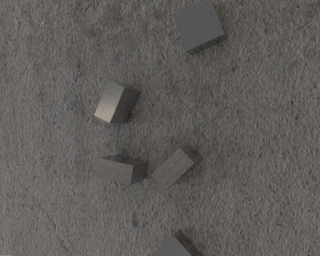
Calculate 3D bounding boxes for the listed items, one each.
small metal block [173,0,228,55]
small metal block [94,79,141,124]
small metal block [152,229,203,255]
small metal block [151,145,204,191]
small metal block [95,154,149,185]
[{"bbox_3d":[0.051,-0.127,0.391,0.050,0.025,0.050,-21,83,18],"label":"small metal block"},{"bbox_3d":[-0.056,-0.034,0.415,0.025,0.050,0.050,27,99,18],"label":"small metal block"},{"bbox_3d":[0.022,0.171,0.401,0.050,0.025,0.050,46,104,14],"label":"small metal block"},{"bbox_3d":[0.023,0.049,0.388,0.050,0.050,0.025,-46,76,14],"label":"small metal block"},{"bbox_3d":[-0.049,0.054,0.413,0.050,0.050,0.025,10,94,19],"label":"small metal block"}]
